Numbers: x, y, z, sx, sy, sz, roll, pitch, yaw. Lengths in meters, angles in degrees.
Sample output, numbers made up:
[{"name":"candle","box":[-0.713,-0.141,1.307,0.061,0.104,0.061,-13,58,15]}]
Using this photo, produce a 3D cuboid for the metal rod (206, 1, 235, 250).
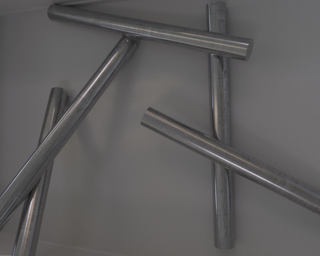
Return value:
[{"name":"metal rod","box":[0.075,-0.004,0.383,0.025,0.025,0.298,-2,89,20]}]

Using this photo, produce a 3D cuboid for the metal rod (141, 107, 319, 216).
[{"name":"metal rod","box":[0.115,0.052,0.349,0.301,0.025,0.025,27,99,10]}]

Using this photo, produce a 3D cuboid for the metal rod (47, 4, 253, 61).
[{"name":"metal rod","box":[-0.030,-0.130,0.405,0.301,0.025,0.025,19,96,25]}]

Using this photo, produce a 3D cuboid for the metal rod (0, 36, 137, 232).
[{"name":"metal rod","box":[-0.122,0.003,0.391,0.025,0.025,0.300,29,75,17]}]

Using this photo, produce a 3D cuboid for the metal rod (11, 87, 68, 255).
[{"name":"metal rod","box":[-0.155,0.077,0.394,0.025,0.025,0.299,-10,59,20]}]
